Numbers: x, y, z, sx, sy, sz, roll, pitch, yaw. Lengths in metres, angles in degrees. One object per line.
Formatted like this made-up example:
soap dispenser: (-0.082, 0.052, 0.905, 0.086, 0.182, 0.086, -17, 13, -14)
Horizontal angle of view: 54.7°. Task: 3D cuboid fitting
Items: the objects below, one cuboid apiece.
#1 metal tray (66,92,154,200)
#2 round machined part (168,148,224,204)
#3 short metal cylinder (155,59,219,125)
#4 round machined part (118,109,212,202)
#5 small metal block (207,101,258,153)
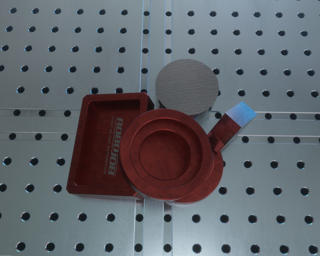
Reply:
metal tray: (-0.059, 0.021, 0.389, 0.090, 0.030, 0.130, -1, 69, 15)
round machined part: (0.030, 0.044, 0.386, 0.099, 0.042, 0.098, 0, 70, -1)
short metal cylinder: (0.034, -0.045, 0.415, 0.081, 0.050, 0.080, 0, 70, 0)
round machined part: (0.003, 0.031, 0.341, 0.099, 0.042, 0.098, 3, 71, -10)
small metal block: (0.089, -0.001, 0.390, 0.025, 0.050, 0.050, 45, 41, 14)
